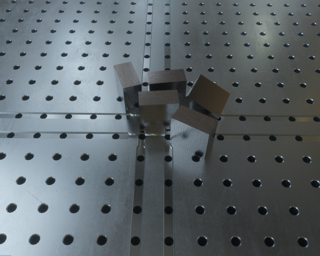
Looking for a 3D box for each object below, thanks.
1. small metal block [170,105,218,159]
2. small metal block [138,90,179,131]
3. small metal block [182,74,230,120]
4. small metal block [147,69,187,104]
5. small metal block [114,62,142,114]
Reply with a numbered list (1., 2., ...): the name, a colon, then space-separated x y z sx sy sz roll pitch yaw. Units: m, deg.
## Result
1. small metal block: 0.041 0.005 0.388 0.050 0.050 0.025 25 54 19
2. small metal block: -0.002 -0.023 0.411 0.050 0.050 0.025 -3 50 -3
3. small metal block: 0.063 -0.039 0.430 0.050 0.025 0.050 33 54 -4
4. small metal block: 0.009 -0.054 0.437 0.050 0.050 0.025 -6 50 -5
5. small metal block: -0.045 -0.057 0.439 0.025 0.050 0.050 -15 52 -12
